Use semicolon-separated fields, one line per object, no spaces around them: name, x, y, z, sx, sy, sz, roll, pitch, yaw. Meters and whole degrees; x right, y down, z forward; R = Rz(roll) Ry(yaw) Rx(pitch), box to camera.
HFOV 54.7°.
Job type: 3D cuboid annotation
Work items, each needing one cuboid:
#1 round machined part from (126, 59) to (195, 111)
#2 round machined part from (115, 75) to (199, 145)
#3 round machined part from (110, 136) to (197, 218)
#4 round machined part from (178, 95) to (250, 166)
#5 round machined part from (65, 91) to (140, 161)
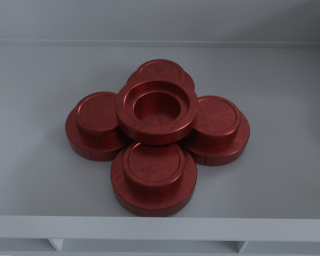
round machined part;0.000;-0.061;0.441;0.099;0.042;0.098;0;50;0
round machined part;-0.003;-0.017;0.379;0.099;0.042;0.098;0;50;0
round machined part;-0.007;0.048;0.351;0.099;0.042;0.098;1;48;-1
round machined part;0.065;-0.004;0.394;0.099;0.042;0.098;0;50;0
round machined part;-0.072;-0.009;0.398;0.099;0.042;0.098;0;50;0
